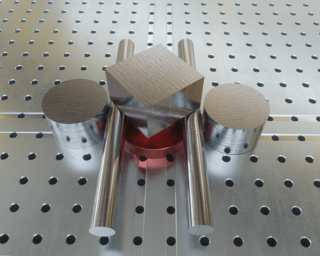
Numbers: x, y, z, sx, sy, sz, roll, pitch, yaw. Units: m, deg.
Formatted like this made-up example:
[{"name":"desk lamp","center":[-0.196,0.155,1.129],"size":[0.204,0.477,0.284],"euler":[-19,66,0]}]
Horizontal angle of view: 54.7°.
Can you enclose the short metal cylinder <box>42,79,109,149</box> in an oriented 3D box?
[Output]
[{"name":"short metal cylinder","center":[-0.107,-0.019,0.407],"size":[0.080,0.050,0.080],"euler":[0,50,0]}]

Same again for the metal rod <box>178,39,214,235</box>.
[{"name":"metal rod","center":[0.040,-0.016,0.394],"size":[0.025,0.025,0.300],"euler":[0,50,0]}]

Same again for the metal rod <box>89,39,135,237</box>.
[{"name":"metal rod","center":[-0.054,-0.015,0.393],"size":[0.025,0.025,0.300],"euler":[0,50,0]}]

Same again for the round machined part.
[{"name":"round machined part","center":[-0.007,-0.011,0.406],"size":[0.099,0.042,0.098],"euler":[0,50,0]}]

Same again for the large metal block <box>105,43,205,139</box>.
[{"name":"large metal block","center":[-0.007,-0.047,0.369],"size":[0.081,0.050,0.080],"euler":[-31,57,-24]}]

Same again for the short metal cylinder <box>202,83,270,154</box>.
[{"name":"short metal cylinder","center":[0.095,-0.013,0.402],"size":[0.080,0.050,0.080],"euler":[0,50,0]}]
